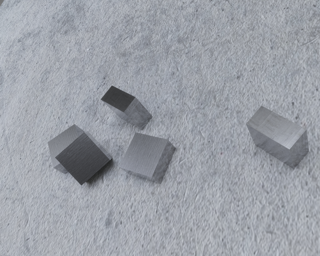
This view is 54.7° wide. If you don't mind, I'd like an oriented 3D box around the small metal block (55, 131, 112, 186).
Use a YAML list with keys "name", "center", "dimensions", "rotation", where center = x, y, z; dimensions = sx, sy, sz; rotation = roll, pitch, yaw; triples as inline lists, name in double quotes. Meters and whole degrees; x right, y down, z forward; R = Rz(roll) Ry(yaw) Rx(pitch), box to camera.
- name: "small metal block"
  center: [-0.101, 0.040, 0.415]
  dimensions: [0.050, 0.025, 0.050]
  rotation: [-42, 93, -1]

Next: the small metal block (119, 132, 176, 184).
- name: "small metal block"
  center: [-0.015, 0.037, 0.389]
  dimensions: [0.050, 0.025, 0.050]
  rotation: [12, 68, 33]

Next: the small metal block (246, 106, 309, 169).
- name: "small metal block"
  center: [0.121, 0.010, 0.318]
  dimensions: [0.025, 0.050, 0.050]
  rotation: [-48, 51, -5]

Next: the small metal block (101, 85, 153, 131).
- name: "small metal block"
  center: [-0.046, -0.028, 0.429]
  dimensions: [0.050, 0.050, 0.025]
  rotation: [29, 78, 37]

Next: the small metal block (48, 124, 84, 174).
- name: "small metal block"
  center: [-0.133, 0.031, 0.455]
  dimensions: [0.050, 0.025, 0.050]
  rotation: [-33, 51, 6]
